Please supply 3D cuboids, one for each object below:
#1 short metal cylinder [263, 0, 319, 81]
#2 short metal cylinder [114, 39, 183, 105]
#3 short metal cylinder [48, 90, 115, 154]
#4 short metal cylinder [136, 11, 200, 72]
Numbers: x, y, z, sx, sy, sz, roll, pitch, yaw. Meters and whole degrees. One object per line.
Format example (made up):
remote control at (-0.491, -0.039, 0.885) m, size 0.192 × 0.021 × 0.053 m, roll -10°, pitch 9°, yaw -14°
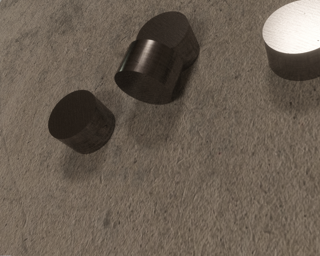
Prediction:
short metal cylinder at (0.166, -0.102, 0.363) m, size 0.080 × 0.050 × 0.080 m, roll -13°, pitch 56°, yaw 20°
short metal cylinder at (-0.015, -0.074, 0.420) m, size 0.080 × 0.080 × 0.050 m, roll 8°, pitch 66°, yaw 31°
short metal cylinder at (-0.113, -0.008, 0.450) m, size 0.080 × 0.050 × 0.080 m, roll -13°, pitch 56°, yaw 20°
short metal cylinder at (0.012, -0.123, 0.456) m, size 0.080 × 0.050 × 0.080 m, roll -13°, pitch 56°, yaw 20°
